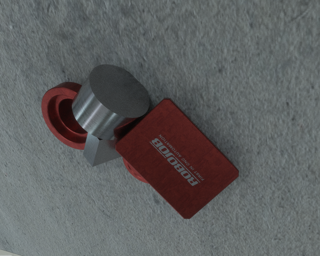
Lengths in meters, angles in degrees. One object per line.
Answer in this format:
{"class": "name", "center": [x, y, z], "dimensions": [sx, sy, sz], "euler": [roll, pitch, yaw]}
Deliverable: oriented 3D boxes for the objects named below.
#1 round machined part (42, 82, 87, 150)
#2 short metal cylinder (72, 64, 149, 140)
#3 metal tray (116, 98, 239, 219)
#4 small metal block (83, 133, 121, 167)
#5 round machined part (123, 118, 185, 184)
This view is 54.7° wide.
{"class": "round machined part", "center": [-0.116, -0.021, 0.443], "dimensions": [0.098, 0.042, 0.097], "euler": [13, 124, 20]}
{"class": "short metal cylinder", "center": [-0.061, -0.032, 0.384], "dimensions": [0.080, 0.080, 0.050], "euler": [44, 129, -3]}
{"class": "metal tray", "center": [0.021, 0.037, 0.387], "dimensions": [0.090, 0.030, 0.130], "euler": [-43, 95, 7]}
{"class": "small metal block", "center": [-0.071, 0.020, 0.417], "dimensions": [0.025, 0.050, 0.050], "euler": [46, 133, 28]}
{"class": "round machined part", "center": [-0.012, 0.038, 0.425], "dimensions": [0.098, 0.042, 0.097], "euler": [13, 124, 20]}
